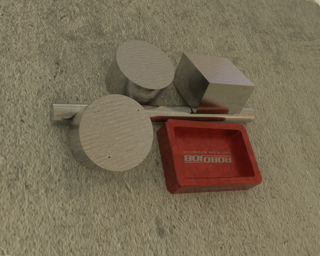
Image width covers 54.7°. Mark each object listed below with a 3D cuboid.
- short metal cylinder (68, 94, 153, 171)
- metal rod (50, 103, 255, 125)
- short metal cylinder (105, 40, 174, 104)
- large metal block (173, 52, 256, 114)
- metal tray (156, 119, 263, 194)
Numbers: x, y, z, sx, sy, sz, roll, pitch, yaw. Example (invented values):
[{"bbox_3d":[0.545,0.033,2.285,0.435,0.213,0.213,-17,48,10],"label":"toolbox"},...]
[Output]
[{"bbox_3d":[-0.055,0.007,0.339,0.081,0.050,0.080,5,80,-28],"label":"short metal cylinder"},{"bbox_3d":[0.010,-0.018,0.423,0.303,0.025,0.025,-1,62,-29],"label":"metal rod"},{"bbox_3d":[-0.028,-0.071,0.417,0.081,0.050,0.080,14,56,-21],"label":"short metal cylinder"},{"bbox_3d":[0.076,-0.065,0.454,0.081,0.050,0.080,-1,41,-29],"label":"large metal block"},{"bbox_3d":[0.066,0.037,0.414,0.131,0.030,0.090,3,60,-27],"label":"metal tray"}]
